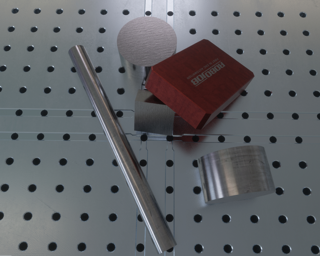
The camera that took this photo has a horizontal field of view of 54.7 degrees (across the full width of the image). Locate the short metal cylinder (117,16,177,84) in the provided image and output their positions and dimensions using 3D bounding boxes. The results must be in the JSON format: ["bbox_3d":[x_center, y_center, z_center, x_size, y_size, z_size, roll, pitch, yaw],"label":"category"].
[{"bbox_3d":[-0.017,-0.109,0.438,0.081,0.050,0.080,0,70,0],"label":"short metal cylinder"}]

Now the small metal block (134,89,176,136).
[{"bbox_3d":[-0.006,-0.020,0.402,0.050,0.050,0.025,8,42,3],"label":"small metal block"}]

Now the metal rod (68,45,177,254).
[{"bbox_3d":[-0.056,0.014,0.405,0.025,0.025,0.299,-24,72,-9],"label":"metal rod"}]

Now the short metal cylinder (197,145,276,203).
[{"bbox_3d":[0.088,0.056,0.362,0.081,0.080,0.050,-8,70,-3],"label":"short metal cylinder"}]

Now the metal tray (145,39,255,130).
[{"bbox_3d":[0.055,-0.063,0.402,0.090,0.030,0.131,40,47,13],"label":"metal tray"}]
